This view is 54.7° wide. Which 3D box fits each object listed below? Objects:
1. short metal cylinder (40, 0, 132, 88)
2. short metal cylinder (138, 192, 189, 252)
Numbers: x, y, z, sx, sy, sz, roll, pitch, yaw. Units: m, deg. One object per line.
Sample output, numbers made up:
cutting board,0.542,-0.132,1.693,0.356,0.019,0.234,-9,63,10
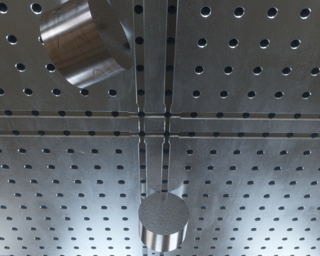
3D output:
short metal cylinder,-0.068,-0.085,0.302,0.050,0.080,0.080,-20,128,16
short metal cylinder,0.005,0.152,0.505,0.081,0.080,0.050,2,130,-2
